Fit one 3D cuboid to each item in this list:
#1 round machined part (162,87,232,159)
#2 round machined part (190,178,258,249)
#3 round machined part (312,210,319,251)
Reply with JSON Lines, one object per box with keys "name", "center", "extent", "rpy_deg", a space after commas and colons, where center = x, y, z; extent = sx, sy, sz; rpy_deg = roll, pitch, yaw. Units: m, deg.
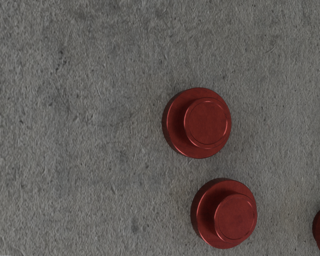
{"name": "round machined part", "center": [0.055, -0.007, 0.420], "extent": [0.099, 0.042, 0.097], "rpy_deg": [0, 90, -20]}
{"name": "round machined part", "center": [0.096, 0.122, 0.435], "extent": [0.099, 0.042, 0.097], "rpy_deg": [0, 90, -20]}
{"name": "round machined part", "center": [0.291, 0.167, 0.507], "extent": [0.099, 0.042, 0.097], "rpy_deg": [0, 90, -20]}
